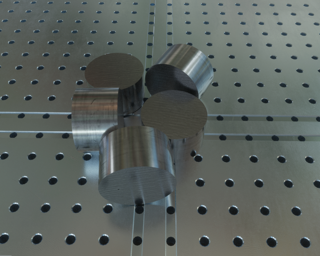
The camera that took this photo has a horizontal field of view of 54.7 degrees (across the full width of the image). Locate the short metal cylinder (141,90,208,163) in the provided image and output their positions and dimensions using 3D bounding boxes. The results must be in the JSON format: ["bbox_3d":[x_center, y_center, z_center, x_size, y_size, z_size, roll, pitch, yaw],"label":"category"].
[{"bbox_3d":[0.017,-0.002,0.393,0.081,0.050,0.080,1,50,0],"label":"short metal cylinder"}]

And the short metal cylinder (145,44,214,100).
[{"bbox_3d":[0.027,-0.068,0.429,0.080,0.080,0.050,23,53,18],"label":"short metal cylinder"}]

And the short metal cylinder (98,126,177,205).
[{"bbox_3d":[-0.025,0.042,0.335,0.081,0.080,0.050,-5,51,-4],"label":"short metal cylinder"}]

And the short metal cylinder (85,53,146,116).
[{"bbox_3d":[-0.062,-0.063,0.443,0.080,0.050,0.080,0,50,1],"label":"short metal cylinder"}]

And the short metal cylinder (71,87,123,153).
[{"bbox_3d":[-0.073,-0.010,0.381,0.050,0.080,0.080,-1,50,-2],"label":"short metal cylinder"}]
